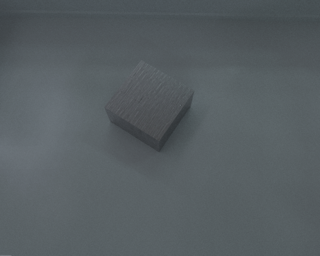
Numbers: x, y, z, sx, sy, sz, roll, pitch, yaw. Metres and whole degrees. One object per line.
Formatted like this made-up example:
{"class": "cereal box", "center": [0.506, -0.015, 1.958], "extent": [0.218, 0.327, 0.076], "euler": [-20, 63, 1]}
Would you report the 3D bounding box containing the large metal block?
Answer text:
{"class": "large metal block", "center": [-0.013, -0.028, 0.406], "extent": [0.080, 0.050, 0.080], "euler": [32, 73, 10]}
